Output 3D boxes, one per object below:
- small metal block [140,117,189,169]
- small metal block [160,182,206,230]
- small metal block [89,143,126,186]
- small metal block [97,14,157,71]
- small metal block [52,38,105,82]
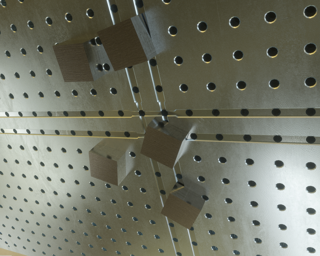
[{"bbox_3d":[0.006,0.020,0.420,0.050,0.025,0.050,25,127,12],"label":"small metal block"},{"bbox_3d":[0.035,0.117,0.464,0.050,0.025,0.050,27,128,10],"label":"small metal block"},{"bbox_3d":[-0.082,0.058,0.488,0.050,0.025,0.050,16,125,19],"label":"small metal block"},{"bbox_3d":[-0.039,-0.101,0.368,0.050,0.025,0.050,-10,114,32],"label":"small metal block"},{"bbox_3d":[-0.107,-0.089,0.411,0.050,0.025,0.050,2,120,26],"label":"small metal block"}]
